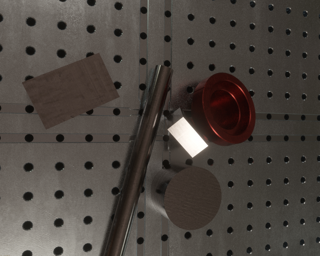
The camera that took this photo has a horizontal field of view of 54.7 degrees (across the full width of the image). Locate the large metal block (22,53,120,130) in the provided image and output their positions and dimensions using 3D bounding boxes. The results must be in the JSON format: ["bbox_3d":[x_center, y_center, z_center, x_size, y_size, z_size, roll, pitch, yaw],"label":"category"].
[{"bbox_3d":[-0.100,-0.038,0.347,0.081,0.080,0.050,-27,99,-18],"label":"large metal block"}]

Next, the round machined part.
[{"bbox_3d":[0.082,-0.023,0.425,0.099,0.042,0.098,10,72,-33],"label":"round machined part"}]

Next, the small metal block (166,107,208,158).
[{"bbox_3d":[0.034,0.005,0.410,0.025,0.050,0.050,-39,104,10],"label":"small metal block"}]

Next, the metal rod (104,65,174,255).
[{"bbox_3d":[-0.032,0.064,0.401,0.025,0.025,0.299,17,84,-20],"label":"metal rod"}]

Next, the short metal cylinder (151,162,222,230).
[{"bbox_3d":[0.034,0.089,0.413,0.081,0.050,0.079,0,90,-21],"label":"short metal cylinder"}]
